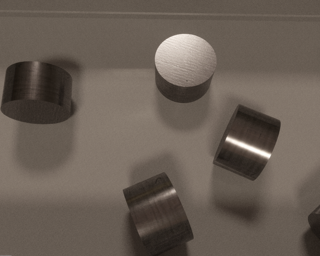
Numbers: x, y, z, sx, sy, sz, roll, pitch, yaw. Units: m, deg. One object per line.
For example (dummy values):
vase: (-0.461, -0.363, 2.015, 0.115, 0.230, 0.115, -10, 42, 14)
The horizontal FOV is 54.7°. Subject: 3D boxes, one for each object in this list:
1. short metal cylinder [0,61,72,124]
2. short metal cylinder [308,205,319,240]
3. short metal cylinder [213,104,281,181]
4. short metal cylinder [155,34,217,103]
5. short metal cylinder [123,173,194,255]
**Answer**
short metal cylinder: (-0.155, -0.042, 0.394, 0.081, 0.080, 0.050, -2, 70, -1)
short metal cylinder: (0.216, 0.110, 0.343, 0.050, 0.080, 0.080, -38, 75, -13)
short metal cylinder: (0.103, 0.017, 0.376, 0.050, 0.080, 0.080, 23, 72, 8)
short metal cylinder: (0.034, -0.081, 0.426, 0.081, 0.050, 0.080, 0, 70, 0)
short metal cylinder: (-0.003, 0.096, 0.345, 0.050, 0.080, 0.080, -22, 72, -8)
